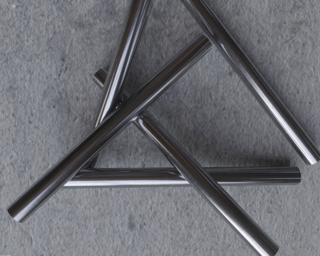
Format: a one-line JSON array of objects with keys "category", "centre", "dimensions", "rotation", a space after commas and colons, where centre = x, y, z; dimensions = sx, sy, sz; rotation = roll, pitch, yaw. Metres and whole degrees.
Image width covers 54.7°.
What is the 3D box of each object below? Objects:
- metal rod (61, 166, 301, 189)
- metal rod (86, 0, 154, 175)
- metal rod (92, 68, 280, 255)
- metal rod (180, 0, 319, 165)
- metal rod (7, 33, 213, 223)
[{"category": "metal rod", "centre": [0.031, 0.063, 0.395], "dimensions": [0.302, 0.025, 0.025], "rotation": [0, 90, -7]}, {"category": "metal rod", "centre": [-0.049, -0.066, 0.368], "dimensions": [0.025, 0.025, 0.298], "rotation": [21, 107, -1]}, {"category": "metal rod", "centre": [0.022, 0.035, 0.378], "dimensions": [0.025, 0.025, 0.300], "rotation": [-44, 78, 0]}, {"category": "metal rod", "centre": [0.114, -0.077, 0.411], "dimensions": [0.025, 0.025, 0.299], "rotation": [-38, 91, 0]}, {"category": "metal rod", "centre": [-0.053, -0.005, 0.365], "dimensions": [0.301, 0.025, 0.025], "rotation": [-43, 90, -7]}]
